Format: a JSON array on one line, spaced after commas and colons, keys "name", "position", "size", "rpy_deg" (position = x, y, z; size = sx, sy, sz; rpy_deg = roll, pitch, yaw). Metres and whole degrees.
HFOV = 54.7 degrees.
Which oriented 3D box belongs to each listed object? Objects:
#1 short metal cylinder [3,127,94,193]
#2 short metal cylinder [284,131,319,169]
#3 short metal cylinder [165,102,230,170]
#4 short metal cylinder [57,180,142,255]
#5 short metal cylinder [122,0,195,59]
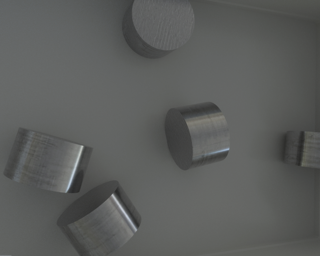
[{"name": "short metal cylinder", "position": [-0.119, 0.035, 0.337], "size": [0.081, 0.080, 0.050], "rpy_deg": [18, 84, -19]}, {"name": "short metal cylinder", "position": [0.231, 0.034, 0.466], "size": [0.081, 0.080, 0.050], "rpy_deg": [8, 88, -20]}, {"name": "short metal cylinder", "position": [0.046, 0.010, 0.398], "size": [0.050, 0.080, 0.080], "rpy_deg": [-12, 94, -20]}, {"name": "short metal cylinder", "position": [-0.069, 0.105, 0.356], "size": [0.080, 0.080, 0.050], "rpy_deg": [-34, 101, -17]}, {"name": "short metal cylinder", "position": [-0.003, -0.134, 0.396], "size": [0.081, 0.050, 0.080], "rpy_deg": [0, 90, -20]}]
